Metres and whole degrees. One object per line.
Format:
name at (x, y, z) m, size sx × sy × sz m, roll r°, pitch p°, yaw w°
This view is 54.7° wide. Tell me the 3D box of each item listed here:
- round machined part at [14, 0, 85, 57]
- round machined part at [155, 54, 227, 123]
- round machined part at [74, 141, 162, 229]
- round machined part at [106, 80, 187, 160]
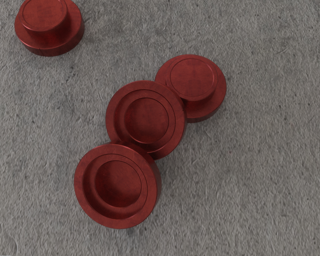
round machined part at (-0.165, -0.158, 0.456) m, size 0.099 × 0.042 × 0.098 m, roll 0°, pitch 70°, yaw 0°
round machined part at (0.042, -0.059, 0.421) m, size 0.099 × 0.042 × 0.098 m, roll 0°, pitch 70°, yaw 0°
round machined part at (-0.045, 0.063, 0.361) m, size 0.098 × 0.042 × 0.097 m, roll 2°, pitch 98°, yaw 13°
round machined part at (-0.014, -0.010, 0.388) m, size 0.098 × 0.042 × 0.097 m, roll 2°, pitch 97°, yaw 13°
